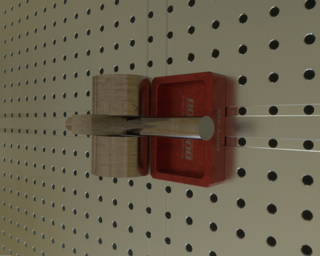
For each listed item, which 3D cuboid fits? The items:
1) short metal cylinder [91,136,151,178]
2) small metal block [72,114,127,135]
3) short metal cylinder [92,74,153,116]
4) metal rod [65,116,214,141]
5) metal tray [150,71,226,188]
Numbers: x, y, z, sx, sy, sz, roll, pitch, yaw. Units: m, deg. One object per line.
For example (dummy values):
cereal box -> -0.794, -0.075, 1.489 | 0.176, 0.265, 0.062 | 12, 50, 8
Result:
short metal cylinder -> -0.051, 0.035, 0.415 | 0.080, 0.081, 0.050 | 2, 92, 40
small metal block -> -0.078, -0.004, 0.395 | 0.050, 0.050, 0.025 | 1, 91, 48
short metal cylinder -> -0.049, -0.041, 0.412 | 0.080, 0.081, 0.050 | 1, 91, 40
metal rod -> -0.053, -0.003, 0.422 | 0.300, 0.025, 0.025 | 2, 92, 49
metal tray -> 0.032, 0.001, 0.379 | 0.090, 0.030, 0.129 | 2, 91, 40
